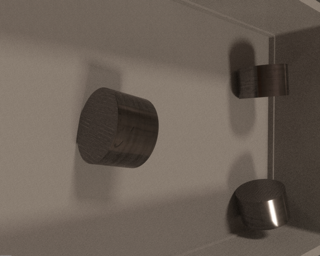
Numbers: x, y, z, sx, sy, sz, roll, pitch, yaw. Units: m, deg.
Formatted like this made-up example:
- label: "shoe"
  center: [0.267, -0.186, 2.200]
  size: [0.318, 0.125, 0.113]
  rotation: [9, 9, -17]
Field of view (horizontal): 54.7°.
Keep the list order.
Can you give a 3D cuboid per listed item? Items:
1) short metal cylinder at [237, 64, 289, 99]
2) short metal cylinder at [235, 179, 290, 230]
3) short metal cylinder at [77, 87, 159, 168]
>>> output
- label: "short metal cylinder"
  center: [0.172, -0.077, 0.518]
  size: [0.081, 0.080, 0.050]
  rotation: [-8, 96, -40]
- label: "short metal cylinder"
  center: [0.172, 0.126, 0.518]
  size: [0.081, 0.080, 0.050]
  rotation: [-25, 106, -38]
- label: "short metal cylinder"
  center: [-0.047, 0.001, 0.333]
  size: [0.050, 0.080, 0.080]
  rotation: [13, 82, -40]
